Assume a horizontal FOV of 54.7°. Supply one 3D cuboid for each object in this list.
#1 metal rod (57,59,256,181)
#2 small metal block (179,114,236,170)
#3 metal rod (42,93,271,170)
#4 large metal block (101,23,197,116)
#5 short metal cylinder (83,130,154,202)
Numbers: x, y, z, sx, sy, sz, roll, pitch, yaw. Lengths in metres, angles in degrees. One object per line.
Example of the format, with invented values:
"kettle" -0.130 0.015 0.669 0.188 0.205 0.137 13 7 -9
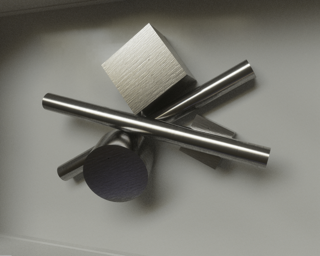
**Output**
"metal rod" -0.017 -0.002 0.413 0.300 0.025 0.025 -29 81 17
"small metal block" 0.060 0.016 0.385 0.050 0.025 0.050 28 99 17
"metal rod" -0.019 -0.002 0.388 0.301 0.025 0.025 15 95 19
"large metal block" -0.013 -0.071 0.399 0.080 0.050 0.080 -37 78 16
"short metal cylinder" -0.051 0.047 0.398 0.080 0.050 0.079 2 112 6
